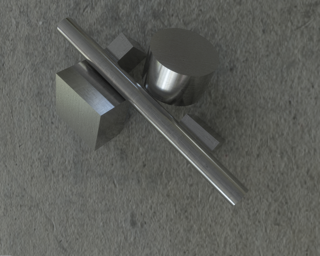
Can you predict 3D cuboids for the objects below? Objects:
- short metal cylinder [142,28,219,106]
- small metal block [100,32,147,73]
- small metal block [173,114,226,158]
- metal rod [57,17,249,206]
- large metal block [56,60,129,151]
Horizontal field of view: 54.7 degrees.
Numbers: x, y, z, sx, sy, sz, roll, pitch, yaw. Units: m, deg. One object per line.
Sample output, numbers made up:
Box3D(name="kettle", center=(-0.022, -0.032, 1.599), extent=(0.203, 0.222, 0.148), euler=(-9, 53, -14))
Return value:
Box3D(name="short metal cylinder", center=(0.023, -0.072, 0.366), extent=(0.080, 0.080, 0.050), euler=(41, 144, 15))
Box3D(name="small metal block", center=(-0.050, -0.095, 0.414), extent=(0.050, 0.050, 0.025), euler=(-40, 78, 15))
Box3D(name="small metal block", center=(0.049, 0.009, 0.376), extent=(0.050, 0.050, 0.025), euler=(42, 103, 14))
Box3D(name="metal rod", center=(-0.018, -0.029, 0.363), extent=(0.300, 0.025, 0.025), euler=(45, 104, 14))
Box3D(name="large metal block", center=(-0.090, -0.030, 0.409), extent=(0.080, 0.050, 0.080), euler=(42, 144, 14))
